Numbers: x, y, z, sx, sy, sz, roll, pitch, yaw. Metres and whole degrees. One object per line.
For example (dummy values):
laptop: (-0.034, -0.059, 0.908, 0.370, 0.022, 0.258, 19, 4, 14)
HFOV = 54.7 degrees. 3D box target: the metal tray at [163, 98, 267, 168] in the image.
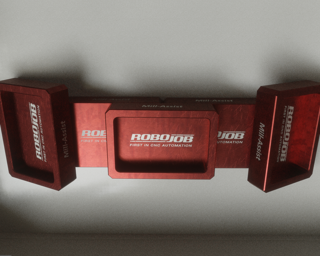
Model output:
metal tray: (0.069, 0.007, 0.411, 0.131, 0.030, 0.089, 0, 110, 0)

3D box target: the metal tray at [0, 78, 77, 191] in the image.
metal tray: (-0.155, 0.007, 0.389, 0.090, 0.030, 0.129, 10, 112, 23)

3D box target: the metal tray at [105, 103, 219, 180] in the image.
metal tray: (0.002, 0.016, 0.381, 0.131, 0.030, 0.089, 1, 110, 0)

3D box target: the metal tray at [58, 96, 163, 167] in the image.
metal tray: (-0.062, 0.006, 0.409, 0.131, 0.030, 0.089, 0, 110, 0)

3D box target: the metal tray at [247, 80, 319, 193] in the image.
metal tray: (0.160, 0.009, 0.391, 0.091, 0.030, 0.129, -11, 113, -27)
